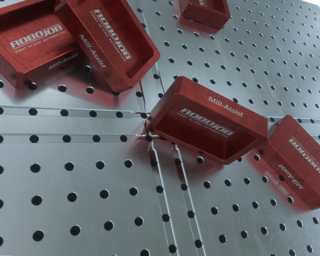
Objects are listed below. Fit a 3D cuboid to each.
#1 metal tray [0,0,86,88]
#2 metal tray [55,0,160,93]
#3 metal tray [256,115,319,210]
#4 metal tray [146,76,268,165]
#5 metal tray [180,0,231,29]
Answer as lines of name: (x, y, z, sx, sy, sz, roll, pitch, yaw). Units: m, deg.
metal tray: (-0.153, -0.116, 0.393, 0.090, 0.030, 0.131, 45, 51, 3)
metal tray: (-0.063, -0.123, 0.411, 0.130, 0.030, 0.090, 54, 47, -23)
metal tray: (0.224, 0.051, 0.493, 0.130, 0.030, 0.091, 47, 51, 5)
metal tray: (0.059, -0.004, 0.399, 0.131, 0.090, 0.030, 25, 53, -13)
metal tray: (0.083, -0.261, 0.607, 0.091, 0.030, 0.130, 10, 58, -23)
